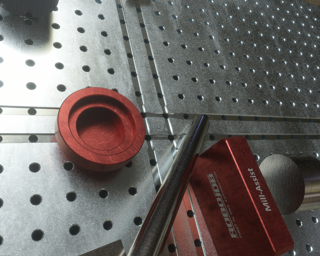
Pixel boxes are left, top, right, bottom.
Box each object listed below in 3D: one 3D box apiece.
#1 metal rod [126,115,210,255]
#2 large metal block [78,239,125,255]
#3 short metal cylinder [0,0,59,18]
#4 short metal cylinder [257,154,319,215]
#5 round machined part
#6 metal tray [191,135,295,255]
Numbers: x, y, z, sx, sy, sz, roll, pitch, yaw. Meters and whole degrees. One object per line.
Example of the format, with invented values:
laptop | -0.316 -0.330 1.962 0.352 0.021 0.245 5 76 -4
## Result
metal rod | 0.015 0.060 0.318 0.025 0.025 0.301 38 32 -3
large metal block | -0.054 0.147 0.254 0.050 0.080 0.080 -11 68 -33
short metal cylinder | -0.171 -0.190 0.396 0.081 0.080 0.050 5 60 -26
short metal cylinder | 0.180 0.075 0.424 0.050 0.080 0.080 2 61 -28
round machined part | -0.070 0.005 0.356 0.099 0.042 0.098 14 56 -21
metal tray | 0.085 0.085 0.359 0.030 0.090 0.130 -6 65 -31
